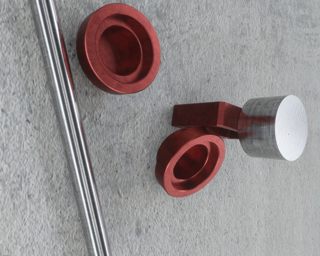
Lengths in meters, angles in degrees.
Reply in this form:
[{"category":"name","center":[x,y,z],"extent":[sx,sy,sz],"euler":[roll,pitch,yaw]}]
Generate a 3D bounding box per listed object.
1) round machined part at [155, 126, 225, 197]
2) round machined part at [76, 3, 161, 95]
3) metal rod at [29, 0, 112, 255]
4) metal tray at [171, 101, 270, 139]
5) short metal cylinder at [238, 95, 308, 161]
[{"category":"round machined part","center":[0.035,0.040,0.408],"extent":[0.099,0.042,0.097],"euler":[-20,130,-26]},{"category":"round machined part","center":[-0.050,-0.086,0.353],"extent":[0.099,0.042,0.097],"euler":[0,90,-40]},{"category":"metal rod","center":[-0.091,0.014,0.329],"extent":[0.025,0.025,0.298],"euler":[-18,101,-39]},{"category":"metal tray","center":[0.093,-0.007,0.442],"extent":[0.131,0.090,0.030],"euler":[12,82,-40]},{"category":"short metal cylinder","center":[0.144,0.000,0.393],"extent":[0.081,0.050,0.079],"euler":[0,90,-40]}]
